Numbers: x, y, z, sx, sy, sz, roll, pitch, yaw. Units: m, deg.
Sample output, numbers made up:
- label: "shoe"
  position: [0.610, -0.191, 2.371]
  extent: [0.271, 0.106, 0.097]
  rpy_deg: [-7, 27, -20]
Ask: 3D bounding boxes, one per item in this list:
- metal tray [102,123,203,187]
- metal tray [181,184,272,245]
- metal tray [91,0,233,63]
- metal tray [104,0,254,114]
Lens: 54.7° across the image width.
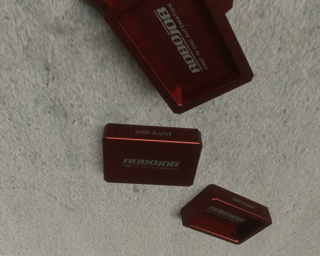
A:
- label: "metal tray"
  position: [-0.013, 0.040, 0.438]
  extent: [0.131, 0.030, 0.089]
  rpy_deg: [4, 130, -4]
- label: "metal tray"
  position: [0.114, 0.153, 0.536]
  extent: [0.131, 0.030, 0.090]
  rpy_deg: [26, 125, -21]
- label: "metal tray"
  position: [-0.007, -0.133, 0.290]
  extent: [0.130, 0.030, 0.090]
  rpy_deg: [35, 122, -27]
- label: "metal tray"
  position: [0.022, -0.081, 0.294]
  extent: [0.090, 0.030, 0.130]
  rpy_deg: [-25, 126, 19]
